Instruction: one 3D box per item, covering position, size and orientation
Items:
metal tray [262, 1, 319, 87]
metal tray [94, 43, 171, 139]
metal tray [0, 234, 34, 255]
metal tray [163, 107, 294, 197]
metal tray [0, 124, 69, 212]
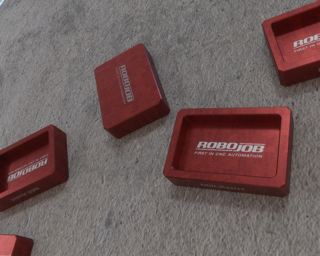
[{"bbox_3d":[0.197,-0.109,0.364,0.130,0.030,0.090,-16,55,19],"label":"metal tray"},{"bbox_3d":[-0.045,-0.058,0.460,0.090,0.030,0.130,-26,53,12],"label":"metal tray"},{"bbox_3d":[-0.237,0.189,0.409,0.130,0.030,0.090,-7,58,24],"label":"metal tray"},{"bbox_3d":[0.076,0.023,0.346,0.130,0.030,0.090,1,62,28],"label":"metal tray"},{"bbox_3d":[-0.203,0.060,0.470,0.130,0.030,0.090,-25,53,12],"label":"metal tray"}]
